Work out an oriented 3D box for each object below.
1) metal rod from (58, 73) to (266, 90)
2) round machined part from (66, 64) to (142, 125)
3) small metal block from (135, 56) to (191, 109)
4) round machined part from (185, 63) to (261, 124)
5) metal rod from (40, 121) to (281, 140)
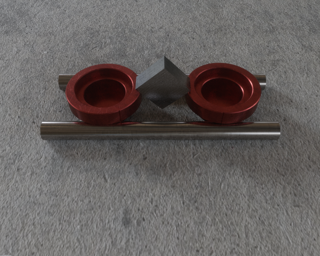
[{"bbox_3d":[0.004,-0.069,0.462,0.302,0.025,0.025,0,50,0],"label":"metal rod"},{"bbox_3d":[-0.074,-0.040,0.421,0.099,0.042,0.098,0,50,0],"label":"round machined part"},{"bbox_3d":[0.004,-0.058,0.403,0.050,0.050,0.025,-31,40,31],"label":"small metal block"},{"bbox_3d":[0.083,-0.042,0.423,0.099,0.042,0.098,0,50,0],"label":"round machined part"},{"bbox_3d":[0.001,0.003,0.401,0.302,0.025,0.025,0,50,0],"label":"metal rod"}]
